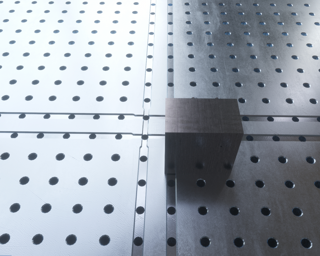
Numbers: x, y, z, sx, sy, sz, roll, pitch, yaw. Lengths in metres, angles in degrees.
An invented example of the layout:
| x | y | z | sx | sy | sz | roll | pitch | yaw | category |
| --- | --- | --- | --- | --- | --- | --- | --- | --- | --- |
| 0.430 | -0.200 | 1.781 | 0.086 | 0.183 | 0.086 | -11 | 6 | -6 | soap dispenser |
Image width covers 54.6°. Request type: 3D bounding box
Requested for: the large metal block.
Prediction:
| x | y | z | sx | sy | sz | roll | pitch | yaw | category |
| --- | --- | --- | --- | --- | --- | --- | --- | --- | --- |
| 0.046 | 0.011 | 0.363 | 0.080 | 0.080 | 0.050 | 1 | 50 | 1 | large metal block |
